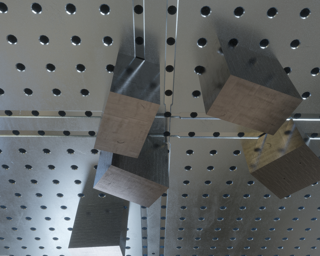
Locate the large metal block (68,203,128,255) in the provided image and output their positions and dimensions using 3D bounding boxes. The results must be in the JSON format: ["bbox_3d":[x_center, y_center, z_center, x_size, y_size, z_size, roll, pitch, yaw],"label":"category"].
[{"bbox_3d":[-0.101,0.177,0.525,0.080,0.080,0.050,-4,130,3],"label":"large metal block"}]

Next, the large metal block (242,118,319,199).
[{"bbox_3d":[0.178,0.046,0.437,0.080,0.050,0.080,-36,122,26],"label":"large metal block"}]

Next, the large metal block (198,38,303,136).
[{"bbox_3d":[0.093,-0.046,0.338,0.081,0.080,0.050,16,128,-14],"label":"large metal block"}]

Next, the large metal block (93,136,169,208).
[{"bbox_3d":[-0.036,0.049,0.417,0.080,0.080,0.050,25,125,-21],"label":"large metal block"}]

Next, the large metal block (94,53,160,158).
[{"bbox_3d":[-0.037,-0.026,0.353,0.050,0.080,0.079,14,129,-12],"label":"large metal block"}]
